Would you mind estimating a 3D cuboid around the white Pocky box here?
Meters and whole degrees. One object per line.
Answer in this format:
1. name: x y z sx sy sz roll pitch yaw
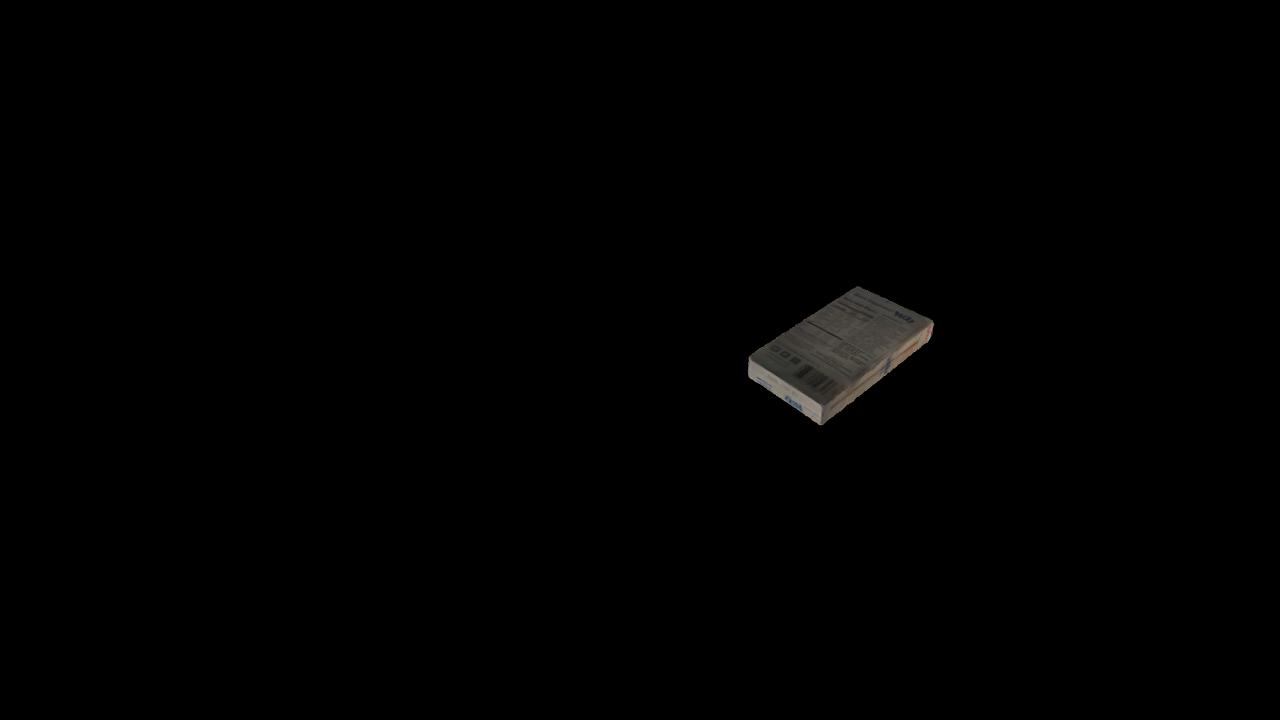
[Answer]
1. white Pocky box: 0.178 -0.010 0.545 0.154 0.028 0.084 -31 46 -25
